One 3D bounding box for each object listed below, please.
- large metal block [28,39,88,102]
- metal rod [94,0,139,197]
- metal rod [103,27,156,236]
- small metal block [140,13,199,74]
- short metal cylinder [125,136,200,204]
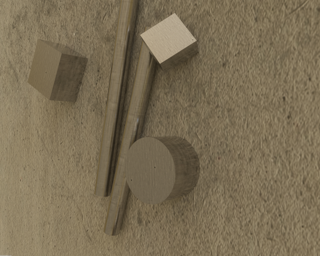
[{"bbox_3d":[-0.178,-0.099,0.536,0.080,0.050,0.079,33,110,35],"label":"large metal block"},{"bbox_3d":[-0.066,-0.044,0.458,0.025,0.025,0.298,15,100,39],"label":"metal rod"},{"bbox_3d":[-0.040,0.012,0.438,0.025,0.025,0.298,21,103,38],"label":"metal rod"},{"bbox_3d":[0.012,-0.104,0.380,0.050,0.025,0.050,-32,68,1],"label":"small metal block"},{"bbox_3d":[0.002,0.050,0.387,0.080,0.050,0.080,0,90,40],"label":"short metal cylinder"}]
